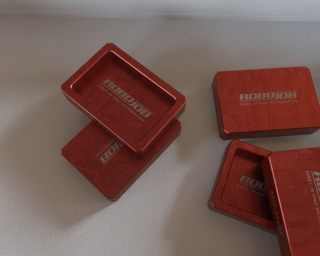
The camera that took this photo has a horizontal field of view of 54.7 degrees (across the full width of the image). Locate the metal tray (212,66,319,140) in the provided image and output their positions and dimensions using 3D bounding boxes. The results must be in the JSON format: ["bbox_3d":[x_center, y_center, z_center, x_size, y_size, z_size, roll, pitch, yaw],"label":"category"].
[{"bbox_3d":[0.143,-0.034,0.421,0.131,0.030,0.090,-4,70,-2],"label":"metal tray"}]

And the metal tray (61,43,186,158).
[{"bbox_3d":[-0.044,-0.037,0.387,0.130,0.030,0.090,38,74,12],"label":"metal tray"}]

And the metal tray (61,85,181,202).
[{"bbox_3d":[-0.047,0.017,0.400,0.090,0.030,0.130,41,75,13],"label":"metal tray"}]

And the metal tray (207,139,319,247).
[{"bbox_3d":[0.135,0.078,0.380,0.131,0.030,0.090,20,71,7],"label":"metal tray"}]

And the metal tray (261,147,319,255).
[{"bbox_3d":[0.174,0.089,0.344,0.091,0.030,0.129,-6,71,-3],"label":"metal tray"}]
